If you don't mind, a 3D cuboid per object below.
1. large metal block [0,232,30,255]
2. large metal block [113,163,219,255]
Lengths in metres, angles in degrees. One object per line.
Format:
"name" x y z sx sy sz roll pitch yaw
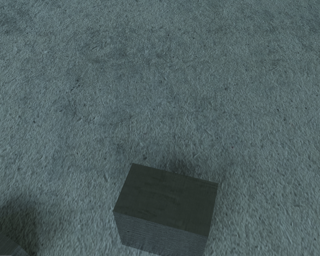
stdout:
"large metal block" -0.177 0.128 0.278 0.080 0.050 0.080 24 54 19
"large metal block" 0.006 0.084 0.296 0.080 0.080 0.050 12 51 10
